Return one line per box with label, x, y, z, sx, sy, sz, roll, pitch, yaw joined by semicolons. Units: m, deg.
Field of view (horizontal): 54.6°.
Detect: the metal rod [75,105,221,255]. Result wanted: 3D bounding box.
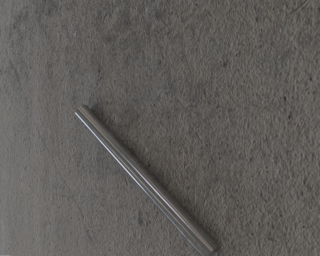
metal rod;-0.034;0.058;0.434;0.300;0.025;0.025;42;116;32
